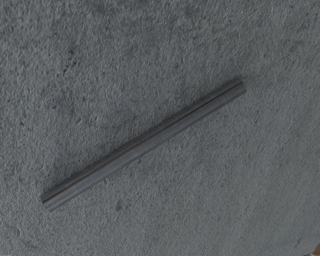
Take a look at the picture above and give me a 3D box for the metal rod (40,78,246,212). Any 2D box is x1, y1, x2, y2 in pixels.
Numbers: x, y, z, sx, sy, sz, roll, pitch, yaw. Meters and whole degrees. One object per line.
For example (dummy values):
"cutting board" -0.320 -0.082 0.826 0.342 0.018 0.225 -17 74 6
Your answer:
"metal rod" -0.015 0.018 0.411 0.301 0.025 0.025 -31 129 -8
